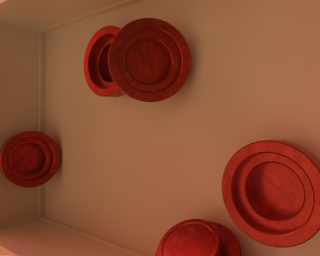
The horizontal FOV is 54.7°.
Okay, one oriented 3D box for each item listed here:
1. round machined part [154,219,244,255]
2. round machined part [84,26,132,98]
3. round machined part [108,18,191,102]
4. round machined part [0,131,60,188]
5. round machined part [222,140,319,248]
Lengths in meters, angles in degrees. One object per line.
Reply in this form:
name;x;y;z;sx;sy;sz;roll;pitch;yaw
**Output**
round machined part;0.036;0.135;0.325;0.098;0.098;0.042;-1;124;39
round machined part;-0.062;-0.092;0.445;0.098;0.042;0.097;0;90;39
round machined part;-0.015;-0.081;0.383;0.042;0.099;0.097;-154;69;-77
round machined part;-0.233;0.054;0.550;0.042;0.099;0.097;-4;87;54
round machined part;0.114;0.060;0.301;0.098;0.042;0.097;0;90;39
